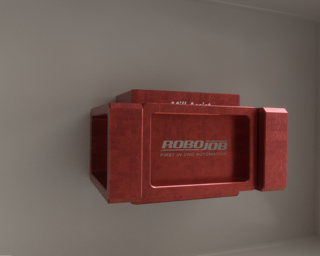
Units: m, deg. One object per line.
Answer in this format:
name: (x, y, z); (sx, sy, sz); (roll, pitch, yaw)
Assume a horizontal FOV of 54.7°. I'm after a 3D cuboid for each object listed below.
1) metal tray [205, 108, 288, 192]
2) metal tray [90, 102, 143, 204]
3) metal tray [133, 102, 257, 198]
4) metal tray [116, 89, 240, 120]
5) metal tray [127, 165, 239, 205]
metal tray: (0.101, 0.022, 0.389); (0.030, 0.130, 0.089); (1, 90, -20)
metal tray: (-0.052, 0.021, 0.334); (0.030, 0.130, 0.089); (1, 91, -20)
metal tray: (0.039, 0.021, 0.324); (0.131, 0.030, 0.089); (1, 89, -20)
metal tray: (0.019, -0.025, 0.380); (0.131, 0.090, 0.030); (0, 91, -20)
metal tray: (0.018, 0.064, 0.379); (0.131, 0.090, 0.030); (0, 90, -20)
